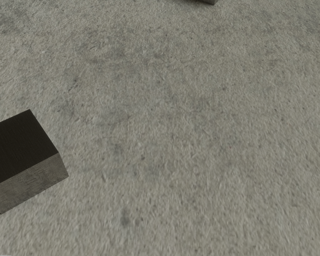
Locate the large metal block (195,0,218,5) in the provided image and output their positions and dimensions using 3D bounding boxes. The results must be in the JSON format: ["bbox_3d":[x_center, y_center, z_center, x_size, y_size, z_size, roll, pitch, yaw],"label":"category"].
[{"bbox_3d":[0.096,-0.308,0.647,0.080,0.050,0.080,24,54,18],"label":"large metal block"}]

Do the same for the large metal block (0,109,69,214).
[{"bbox_3d":[-0.165,0.036,0.355,0.081,0.050,0.080,-30,56,-23],"label":"large metal block"}]
